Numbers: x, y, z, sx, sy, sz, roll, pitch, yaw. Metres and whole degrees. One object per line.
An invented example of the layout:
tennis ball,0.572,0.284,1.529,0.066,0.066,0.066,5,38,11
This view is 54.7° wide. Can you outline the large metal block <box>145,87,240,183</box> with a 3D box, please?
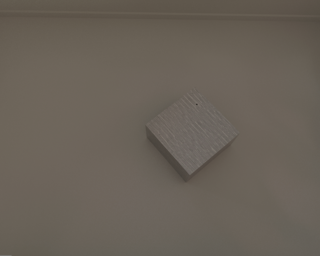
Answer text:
large metal block,0.039,0.009,0.394,0.080,0.050,0.080,-38,75,-13
